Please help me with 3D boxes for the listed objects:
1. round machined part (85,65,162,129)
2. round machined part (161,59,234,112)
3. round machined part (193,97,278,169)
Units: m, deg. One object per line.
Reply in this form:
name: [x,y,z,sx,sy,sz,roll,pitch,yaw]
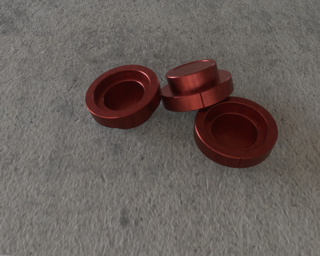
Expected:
round machined part: [-0.045,-0.037,0.414,0.098,0.042,0.098,-8,49,9]
round machined part: [0.046,-0.062,0.416,0.098,0.042,0.098,-15,22,7]
round machined part: [0.091,0.009,0.386,0.099,0.042,0.098,1,50,0]
